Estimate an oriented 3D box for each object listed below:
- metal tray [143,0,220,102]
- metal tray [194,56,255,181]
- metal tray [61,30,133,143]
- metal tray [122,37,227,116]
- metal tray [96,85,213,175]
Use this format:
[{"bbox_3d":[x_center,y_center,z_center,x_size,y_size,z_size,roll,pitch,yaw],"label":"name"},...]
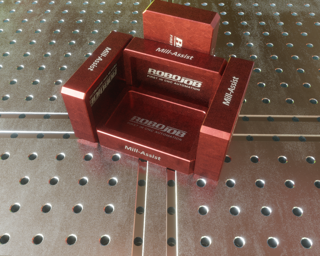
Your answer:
[{"bbox_3d":[0.026,-0.100,0.423,0.090,0.129,0.030,18,53,14],"label":"metal tray"},{"bbox_3d":[0.078,-0.013,0.376,0.030,0.090,0.130,17,52,14],"label":"metal tray"},{"bbox_3d":[-0.073,-0.056,0.412,0.030,0.090,0.130,17,52,14],"label":"metal tray"},{"bbox_3d":[0.018,-0.064,0.419,0.130,0.090,0.030,17,53,13],"label":"metal tray"},{"bbox_3d":[-0.005,-0.002,0.405,0.130,0.030,0.090,17,52,14],"label":"metal tray"}]
